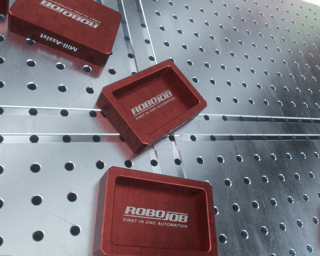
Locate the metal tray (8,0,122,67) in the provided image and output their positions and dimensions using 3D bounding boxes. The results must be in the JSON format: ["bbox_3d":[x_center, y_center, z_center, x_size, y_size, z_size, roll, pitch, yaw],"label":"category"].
[{"bbox_3d":[-0.125,-0.147,0.427,0.131,0.030,0.090,20,54,-16],"label":"metal tray"}]

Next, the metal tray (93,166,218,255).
[{"bbox_3d":[-0.002,0.098,0.343,0.131,0.030,0.090,13,56,-21],"label":"metal tray"}]

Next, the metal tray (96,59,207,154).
[{"bbox_3d":[-0.007,-0.034,0.421,0.131,0.030,0.090,-32,80,-38],"label":"metal tray"}]

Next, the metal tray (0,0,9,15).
[{"bbox_3d":[-0.264,-0.175,0.370,0.131,0.030,0.090,-21,73,-36],"label":"metal tray"}]
